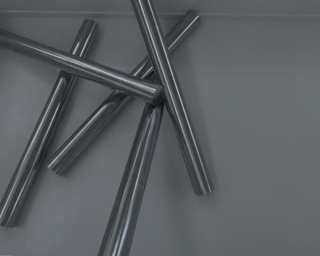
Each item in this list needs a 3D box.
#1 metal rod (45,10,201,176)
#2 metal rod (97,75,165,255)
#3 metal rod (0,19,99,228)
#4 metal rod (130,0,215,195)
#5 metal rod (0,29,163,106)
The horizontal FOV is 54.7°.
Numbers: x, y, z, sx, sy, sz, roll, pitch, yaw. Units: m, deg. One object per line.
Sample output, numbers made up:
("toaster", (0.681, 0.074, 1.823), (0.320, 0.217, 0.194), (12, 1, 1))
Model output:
("metal rod", (-0.042, -0.058, 0.430), (0.025, 0.025, 0.300), (37, 74, 12))
("metal rod", (-0.019, 0.026, 0.335), (0.025, 0.025, 0.300), (10, 45, 4))
("metal rod", (-0.145, -0.020, 0.415), (0.025, 0.025, 0.299), (15, 71, 5))
("metal rod", (0.008, -0.063, 0.378), (0.025, 0.025, 0.298), (-19, 92, -7))
("metal rod", (-0.134, -0.092, 0.412), (0.301, 0.025, 0.025), (22, 71, 19))
